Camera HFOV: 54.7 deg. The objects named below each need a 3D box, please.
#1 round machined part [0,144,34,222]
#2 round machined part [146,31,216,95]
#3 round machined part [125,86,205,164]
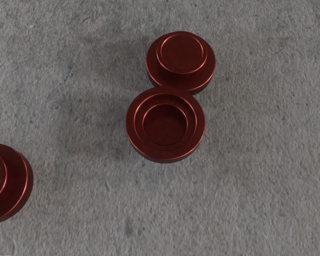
[{"bbox_3d":[-0.210,0.065,0.373,0.099,0.042,0.098,0,70,-1],"label":"round machined part"},{"bbox_3d":[0.030,-0.096,0.434,0.099,0.042,0.098,0,70,-1],"label":"round machined part"},{"bbox_3d":[0.006,-0.002,0.400,0.099,0.042,0.098,0,70,-1],"label":"round machined part"}]
